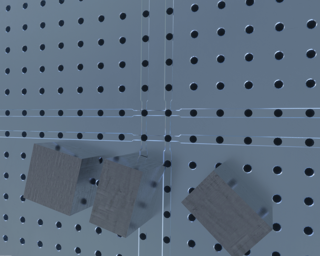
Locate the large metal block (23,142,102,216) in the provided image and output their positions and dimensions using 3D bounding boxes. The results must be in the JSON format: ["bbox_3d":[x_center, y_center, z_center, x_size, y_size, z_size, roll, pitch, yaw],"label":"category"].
[{"bbox_3d":[-0.140,0.070,0.447,0.080,0.050,0.079,15,95,19],"label":"large metal block"}]

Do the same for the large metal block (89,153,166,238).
[{"bbox_3d":[-0.038,0.081,0.396,0.050,0.080,0.079,16,96,19],"label":"large metal block"}]

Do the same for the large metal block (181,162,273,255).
[{"bbox_3d":[0.080,0.089,0.355,0.080,0.080,0.050,45,104,14],"label":"large metal block"}]
